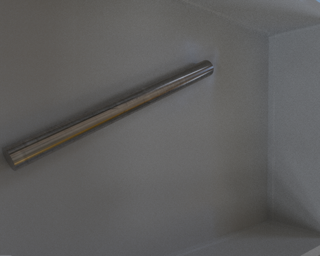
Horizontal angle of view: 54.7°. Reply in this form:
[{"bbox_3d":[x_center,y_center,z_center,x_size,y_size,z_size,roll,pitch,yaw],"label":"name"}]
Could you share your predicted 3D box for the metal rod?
[{"bbox_3d":[-0.035,-0.031,0.378,0.302,0.025,0.025,-30,109,-36],"label":"metal rod"}]
